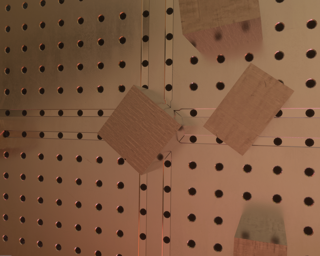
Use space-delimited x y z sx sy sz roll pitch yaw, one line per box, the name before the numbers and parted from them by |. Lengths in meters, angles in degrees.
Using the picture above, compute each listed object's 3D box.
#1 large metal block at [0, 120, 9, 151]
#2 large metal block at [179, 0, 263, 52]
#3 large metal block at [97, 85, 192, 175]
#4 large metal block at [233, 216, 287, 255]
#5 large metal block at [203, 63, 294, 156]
large metal block | -0.307 0.022 0.489 0.080 0.080 0.050 -19 84 19
large metal block | 0.073 -0.130 0.357 0.080 0.080 0.050 -7 88 19
large metal block | -0.019 0.002 0.405 0.080 0.050 0.080 41 103 15
large metal block | 0.111 0.152 0.344 0.050 0.080 0.079 3 91 20
large metal block | 0.100 -0.019 0.348 0.050 0.080 0.080 39 102 15
